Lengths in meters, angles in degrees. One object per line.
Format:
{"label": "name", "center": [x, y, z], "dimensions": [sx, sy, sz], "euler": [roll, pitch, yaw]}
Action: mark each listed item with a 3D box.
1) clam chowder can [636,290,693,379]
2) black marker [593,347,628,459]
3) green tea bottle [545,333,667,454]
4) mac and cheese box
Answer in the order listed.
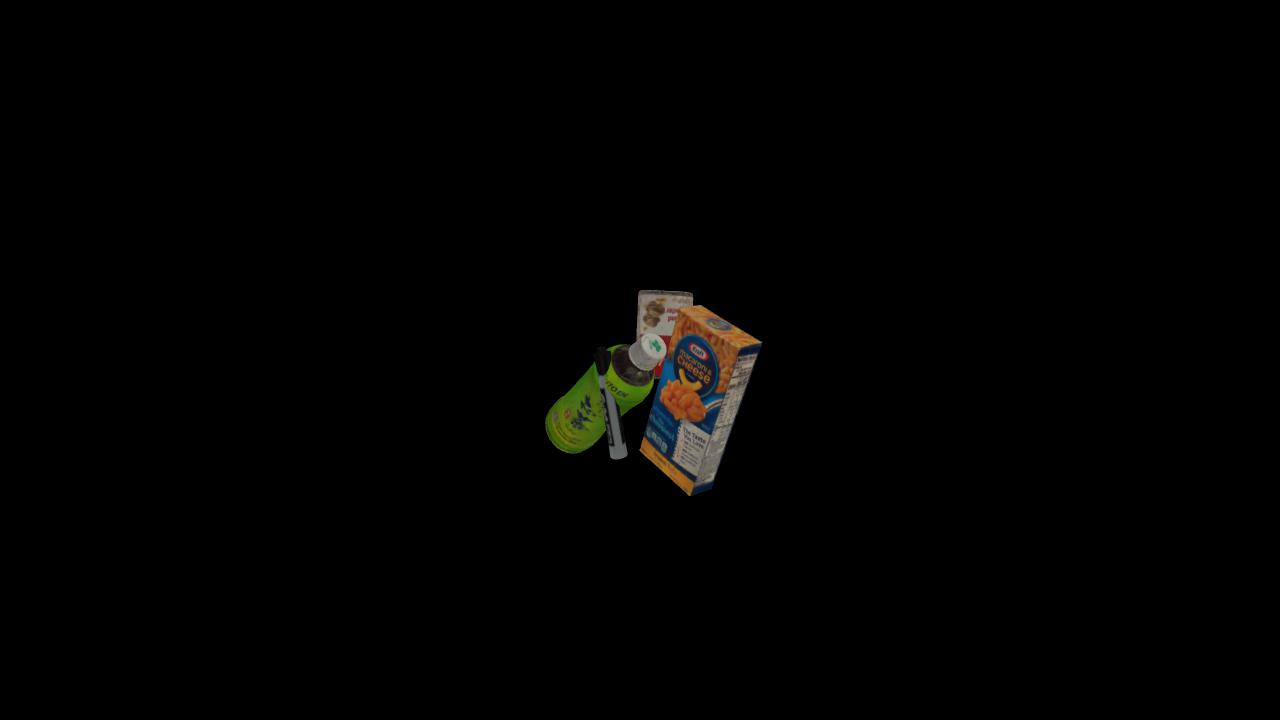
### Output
{"label": "clam chowder can", "center": [0.028, -0.030, 0.735], "dimensions": [0.068, 0.102, 0.068], "euler": [2, 3, 0]}
{"label": "black marker", "center": [-0.031, 0.045, 0.646], "dimensions": [0.020, 0.121, 0.020], "euler": [-8, 13, 2]}
{"label": "green tea bottle", "center": [-0.038, 0.035, 0.688], "dimensions": [0.073, 0.073, 0.212], "euler": [0, -30, -32]}
{"label": "mac and cheese box", "center": [0.059, 0.044, 0.655], "dimensions": [0.041, 0.184, 0.093], "euler": [-9, 34, -38]}
